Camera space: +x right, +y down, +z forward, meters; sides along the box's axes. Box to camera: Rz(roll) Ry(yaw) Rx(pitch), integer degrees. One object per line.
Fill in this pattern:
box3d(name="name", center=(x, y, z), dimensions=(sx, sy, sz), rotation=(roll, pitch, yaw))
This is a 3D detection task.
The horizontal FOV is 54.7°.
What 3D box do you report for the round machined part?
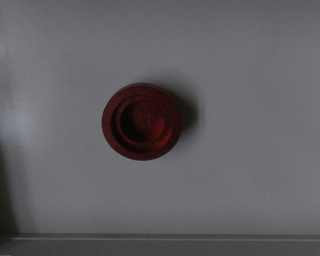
box3d(name="round machined part", center=(-0.022, -0.011, 0.398), dimensions=(0.099, 0.042, 0.097), rotation=(0, 110, -1))
